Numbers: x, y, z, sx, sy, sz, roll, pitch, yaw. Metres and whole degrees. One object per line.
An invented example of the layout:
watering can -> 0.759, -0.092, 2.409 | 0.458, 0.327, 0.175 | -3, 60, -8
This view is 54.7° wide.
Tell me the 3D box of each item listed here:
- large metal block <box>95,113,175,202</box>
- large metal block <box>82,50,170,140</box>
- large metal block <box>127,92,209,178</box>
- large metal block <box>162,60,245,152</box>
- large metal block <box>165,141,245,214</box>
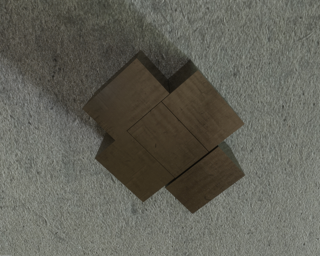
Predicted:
large metal block -> -0.029, 0.033, 0.394 | 0.050, 0.080, 0.080 | -40, 106, 13
large metal block -> -0.037, -0.042, 0.366 | 0.080, 0.080, 0.050 | -40, 106, 13
large metal block -> 0.009, 0.001, 0.383 | 0.050, 0.080, 0.080 | -40, 106, 13
large metal block -> 0.047, -0.030, 0.372 | 0.050, 0.080, 0.080 | -40, 106, 13
large metal block -> 0.053, 0.049, 0.401 | 0.080, 0.080, 0.050 | -40, 106, 13
